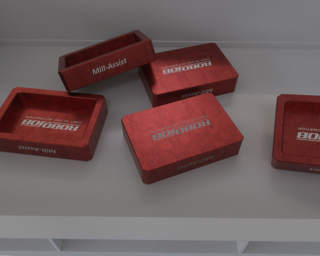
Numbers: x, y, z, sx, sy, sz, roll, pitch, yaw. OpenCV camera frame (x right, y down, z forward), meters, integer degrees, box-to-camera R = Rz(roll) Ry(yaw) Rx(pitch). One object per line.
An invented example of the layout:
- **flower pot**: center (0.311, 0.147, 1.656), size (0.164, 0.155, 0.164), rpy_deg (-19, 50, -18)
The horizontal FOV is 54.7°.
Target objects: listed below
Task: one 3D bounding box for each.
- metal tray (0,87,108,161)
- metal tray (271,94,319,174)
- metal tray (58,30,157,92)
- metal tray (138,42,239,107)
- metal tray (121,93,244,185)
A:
- **metal tray**: center (-0.144, -0.008, 0.407), size (0.131, 0.030, 0.090), rpy_deg (6, 50, 5)
- **metal tray**: center (0.203, 0.009, 0.363), size (0.130, 0.030, 0.090), rpy_deg (5, 66, 18)
- **metal tray**: center (-0.079, -0.102, 0.452), size (0.131, 0.030, 0.090), rpy_deg (-21, 30, -6)
- **metal tray**: center (0.040, -0.082, 0.471), size (0.131, 0.030, 0.090), rpy_deg (-14, 51, -11)
- **metal tray**: center (0.026, 0.009, 0.394), size (0.131, 0.030, 0.090), rpy_deg (-16, 52, -14)
